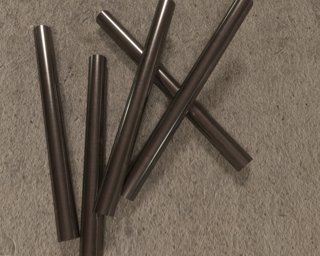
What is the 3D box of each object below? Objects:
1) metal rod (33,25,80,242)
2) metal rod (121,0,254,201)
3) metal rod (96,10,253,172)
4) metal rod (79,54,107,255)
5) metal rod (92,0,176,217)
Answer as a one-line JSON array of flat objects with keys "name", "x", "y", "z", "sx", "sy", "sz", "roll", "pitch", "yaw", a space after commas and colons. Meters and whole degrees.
[{"name": "metal rod", "x": -0.140, "y": -0.007, "z": 0.408, "sx": 0.025, "sy": 0.025, "sz": 0.299, "roll": -12, "pitch": 71, "yaw": -5}, {"name": "metal rod", "x": 0.035, "y": -0.044, "z": 0.396, "sx": 0.025, "sy": 0.025, "sz": 0.299, "roll": 31, "pitch": 83, "yaw": 10}, {"name": "metal rod", "x": 0.011, "y": -0.060, "z": 0.430, "sx": 0.025, "sy": 0.025, "sz": 0.300, "roll": -39, "pitch": 75, "yaw": -13}, {"name": "metal rod", "x": -0.083, "y": 0.042, "z": 0.391, "sx": 0.025, "sy": 0.025, "sz": 0.299, "roll": -2, "pitch": 70, "yaw": -1}, {"name": "metal rod", "x": -0.027, "y": -0.039, "z": 0.396, "sx": 0.025, "sy": 0.025, "sz": 0.299, "roll": 14, "pitch": 72, "yaw": 4}]
